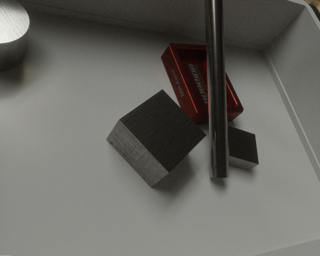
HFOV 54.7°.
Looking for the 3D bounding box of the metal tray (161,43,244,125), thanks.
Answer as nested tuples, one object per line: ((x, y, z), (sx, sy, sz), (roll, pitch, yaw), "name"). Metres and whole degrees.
((0.065, -0.071, 0.482), (0.091, 0.030, 0.130), (-6, 65, -31), "metal tray")

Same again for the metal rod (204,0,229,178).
((0.076, -0.084, 0.422), (0.025, 0.025, 0.298), (0, 86, -29), "metal rod")

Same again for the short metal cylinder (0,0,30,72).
((-0.195, -0.110, 0.352), (0.081, 0.050, 0.080), (14, 56, -21), "short metal cylinder")

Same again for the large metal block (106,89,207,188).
((-0.004, 0.011, 0.382), (0.080, 0.050, 0.080), (47, 51, 4), "large metal block")

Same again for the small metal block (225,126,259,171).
((0.113, 0.029, 0.451), (0.050, 0.025, 0.050), (17, 55, -19), "small metal block")
